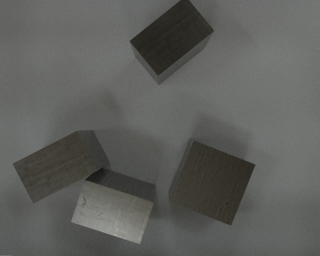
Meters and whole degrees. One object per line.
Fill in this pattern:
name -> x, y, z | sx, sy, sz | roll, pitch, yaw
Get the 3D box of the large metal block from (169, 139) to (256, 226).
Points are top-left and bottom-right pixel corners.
large metal block -> 0.064, 0.066, 0.399 | 0.080, 0.050, 0.080 | 22, 90, 0

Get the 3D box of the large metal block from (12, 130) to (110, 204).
large metal block -> -0.116, 0.043, 0.383 | 0.080, 0.080, 0.050 | -27, 90, 0

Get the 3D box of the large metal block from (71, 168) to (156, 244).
large metal block -> -0.052, 0.091, 0.382 | 0.080, 0.080, 0.050 | 18, 93, 0

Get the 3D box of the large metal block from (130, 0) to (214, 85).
large metal block -> 0.013, -0.102, 0.384 | 0.080, 0.080, 0.050 | -39, 90, 0
